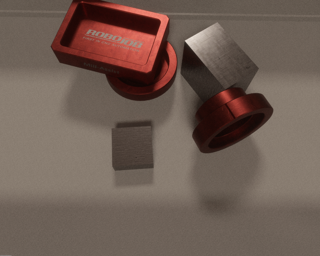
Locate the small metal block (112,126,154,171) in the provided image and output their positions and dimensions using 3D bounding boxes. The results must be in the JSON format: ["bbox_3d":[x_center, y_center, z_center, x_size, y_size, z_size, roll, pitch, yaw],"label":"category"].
[{"bbox_3d":[-0.035,0.026,0.400,0.050,0.025,0.050,-4,70,-2],"label":"small metal block"}]

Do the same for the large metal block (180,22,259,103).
[{"bbox_3d":[0.073,-0.075,0.409,0.050,0.080,0.080,-32,74,-11],"label":"large metal block"}]

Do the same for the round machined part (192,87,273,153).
[{"bbox_3d":[0.082,-0.012,0.377,0.099,0.098,0.042,-24,67,-9],"label":"round machined part"}]

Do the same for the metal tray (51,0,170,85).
[{"bbox_3d":[-0.061,-0.116,0.404,0.131,0.030,0.090,15,71,5],"label":"metal tray"}]

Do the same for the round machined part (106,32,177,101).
[{"bbox_3d":[-0.026,-0.081,0.430,0.099,0.042,0.098,0,70,0],"label":"round machined part"}]
